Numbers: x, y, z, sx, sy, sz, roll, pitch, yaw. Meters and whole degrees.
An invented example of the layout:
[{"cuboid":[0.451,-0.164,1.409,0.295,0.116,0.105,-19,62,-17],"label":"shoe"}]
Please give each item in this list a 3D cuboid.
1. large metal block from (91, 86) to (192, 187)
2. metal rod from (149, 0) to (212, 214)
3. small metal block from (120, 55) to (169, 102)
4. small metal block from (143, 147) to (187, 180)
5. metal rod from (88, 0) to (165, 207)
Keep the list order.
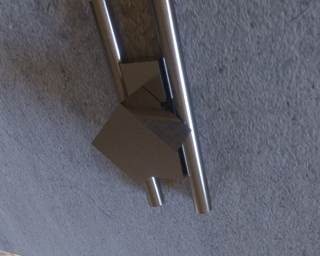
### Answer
[{"cuboid":[-0.023,0.011,0.375,0.080,0.050,0.080,42,129,-1],"label":"large metal block"},{"cuboid":[0.030,-0.015,0.382,0.025,0.025,0.298,0,119,27],"label":"metal rod"},{"cuboid":[-0.015,-0.059,0.377,0.050,0.025,0.050,1,119,27],"label":"small metal block"},{"cuboid":[0.010,0.042,0.427,0.050,0.025,0.050,1,119,27],"label":"small metal block"},{"cuboid":[-0.037,-0.016,0.417,0.025,0.025,0.298,0,119,27],"label":"metal rod"}]
